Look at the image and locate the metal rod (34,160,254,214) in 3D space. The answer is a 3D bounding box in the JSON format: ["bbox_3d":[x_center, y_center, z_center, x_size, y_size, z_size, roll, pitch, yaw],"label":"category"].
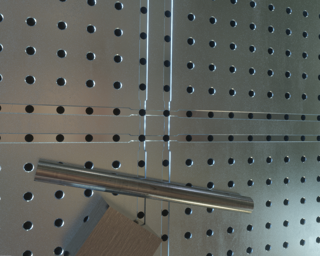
[{"bbox_3d":[-0.006,0.083,0.411,0.302,0.025,0.025,14,86,-20],"label":"metal rod"}]

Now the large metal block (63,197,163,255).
[{"bbox_3d":[-0.058,0.144,0.379,0.080,0.050,0.080,38,78,-17],"label":"large metal block"}]
